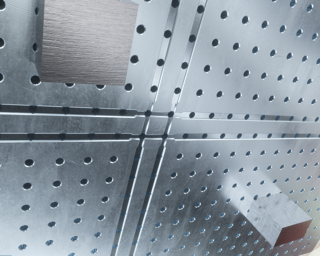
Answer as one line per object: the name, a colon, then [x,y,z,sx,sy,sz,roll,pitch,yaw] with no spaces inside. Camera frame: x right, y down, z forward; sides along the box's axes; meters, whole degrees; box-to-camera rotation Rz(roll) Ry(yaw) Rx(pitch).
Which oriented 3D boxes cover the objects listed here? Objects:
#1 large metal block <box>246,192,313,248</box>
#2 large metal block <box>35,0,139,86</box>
large metal block: [0.233,0.178,0.612,0.081,0.080,0.050,-4,120,-26]
large metal block: [-0.074,-0.089,0.299,0.081,0.050,0.079,-1,119,-28]
